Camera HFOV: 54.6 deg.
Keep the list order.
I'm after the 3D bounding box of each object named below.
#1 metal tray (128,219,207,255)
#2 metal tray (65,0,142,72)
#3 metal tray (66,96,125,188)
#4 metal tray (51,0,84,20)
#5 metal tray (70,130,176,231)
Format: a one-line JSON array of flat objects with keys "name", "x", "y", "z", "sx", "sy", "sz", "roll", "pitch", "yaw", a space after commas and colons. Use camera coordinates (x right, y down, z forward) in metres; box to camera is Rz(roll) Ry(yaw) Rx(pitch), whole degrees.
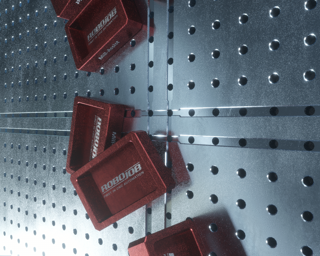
[{"name": "metal tray", "x": 0.025, "y": 0.178, "z": 0.347, "sx": 0.030, "sy": 0.091, "sz": 0.130, "roll": -35, "pitch": 68, "yaw": 35}, {"name": "metal tray", "x": -0.093, "y": -0.158, "z": 0.484, "sx": 0.130, "sy": 0.030, "sz": 0.090, "roll": -31, "pitch": 71, "yaw": 35}, {"name": "metal tray", "x": -0.105, "y": 0.019, "z": 0.494, "sx": 0.090, "sy": 0.030, "sz": 0.129, "roll": 15, "pitch": 100, "yaw": 39}, {"name": "metal tray", "x": -0.143, "y": -0.261, "z": 0.526, "sx": 0.130, "sy": 0.030, "sz": 0.090, "roll": -39, "pitch": 66, "yaw": 33}, {"name": "metal tray", "x": -0.055, "y": 0.073, "z": 0.427, "sx": 0.130, "sy": 0.030, "sz": 0.090, "roll": -35, "pitch": 78, "yaw": 23}]
